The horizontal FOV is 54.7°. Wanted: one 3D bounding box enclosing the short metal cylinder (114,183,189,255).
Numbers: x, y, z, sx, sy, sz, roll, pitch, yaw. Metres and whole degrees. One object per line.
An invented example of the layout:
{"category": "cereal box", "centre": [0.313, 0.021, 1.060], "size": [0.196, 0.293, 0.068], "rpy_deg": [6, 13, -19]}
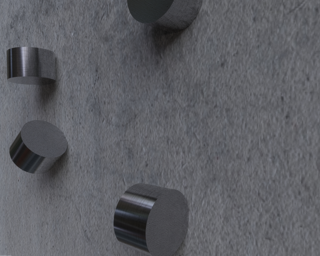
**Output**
{"category": "short metal cylinder", "centre": [-0.009, 0.110, 0.375], "size": [0.050, 0.081, 0.079], "rpy_deg": [2, 92, 40]}

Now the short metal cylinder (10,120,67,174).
{"category": "short metal cylinder", "centre": [-0.211, 0.033, 0.540], "size": [0.050, 0.081, 0.080], "rpy_deg": [-45, 63, 30]}

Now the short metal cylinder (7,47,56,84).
{"category": "short metal cylinder", "centre": [-0.230, -0.109, 0.555], "size": [0.080, 0.081, 0.050], "rpy_deg": [-4, 88, 39]}

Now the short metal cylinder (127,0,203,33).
{"category": "short metal cylinder", "centre": [0.006, -0.163, 0.382], "size": [0.080, 0.050, 0.079], "rpy_deg": [0, 90, 39]}
